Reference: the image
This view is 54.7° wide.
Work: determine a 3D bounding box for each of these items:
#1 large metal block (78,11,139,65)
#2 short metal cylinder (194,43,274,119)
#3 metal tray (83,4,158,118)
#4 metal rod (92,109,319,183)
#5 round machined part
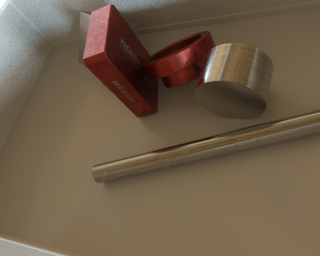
[{"bbox_3d":[-0.083,-0.133,0.486,0.080,0.050,0.079,31,123,37],"label":"large metal block"},{"bbox_3d":[0.085,-0.051,0.357,0.080,0.080,0.050,5,64,30],"label":"short metal cylinder"},{"bbox_3d":[-0.045,-0.084,0.411,0.030,0.130,0.090,-14,56,22],"label":"metal tray"},{"bbox_3d":[0.055,0.023,0.361,0.301,0.025,0.025,-15,56,19],"label":"metal rod"},{"bbox_3d":[0.029,-0.088,0.414,0.098,0.042,0.098,-24,20,10],"label":"round machined part"}]
